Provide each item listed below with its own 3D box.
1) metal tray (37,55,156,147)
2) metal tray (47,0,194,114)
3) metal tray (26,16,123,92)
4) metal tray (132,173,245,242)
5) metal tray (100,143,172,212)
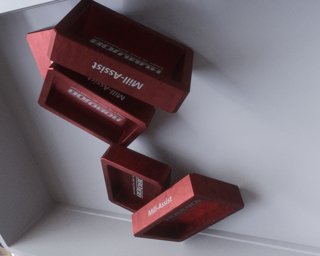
[{"bbox_3d":[-0.083,-0.028,0.396,0.130,0.030,0.090,31,144,-13],"label":"metal tray"},{"bbox_3d":[-0.032,-0.075,0.312,0.131,0.090,0.030,23,129,-10],"label":"metal tray"},{"bbox_3d":[-0.103,-0.090,0.404,0.130,0.030,0.089,0,119,28],"label":"metal tray"},{"bbox_3d":[0.034,0.112,0.417,0.091,0.030,0.129,21,132,-34],"label":"metal tray"},{"bbox_3d":[-0.034,0.084,0.451,0.090,0.030,0.129,22,143,14],"label":"metal tray"}]
